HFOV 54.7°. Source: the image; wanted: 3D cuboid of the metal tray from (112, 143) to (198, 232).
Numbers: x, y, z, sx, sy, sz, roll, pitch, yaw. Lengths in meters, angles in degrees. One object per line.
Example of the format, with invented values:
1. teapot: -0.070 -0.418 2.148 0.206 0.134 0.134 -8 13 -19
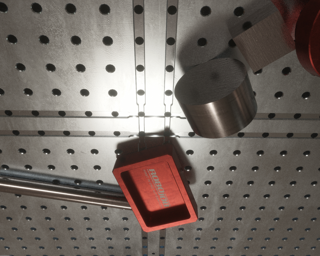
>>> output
1. metal tray: -0.004 0.094 0.468 0.090 0.030 0.129 -17 115 12

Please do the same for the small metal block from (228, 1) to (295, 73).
1. small metal block: 0.110 -0.096 0.332 0.050 0.025 0.050 -30 125 22

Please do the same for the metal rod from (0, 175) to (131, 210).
1. metal rod: -0.108 0.113 0.506 0.302 0.025 0.025 11 129 -10

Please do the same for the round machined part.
1. round machined part: 0.176 -0.098 0.306 0.099 0.042 0.097 -7 117 -14

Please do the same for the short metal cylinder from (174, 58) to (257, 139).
1. short metal cylinder: 0.063 -0.034 0.347 0.080 0.080 0.050 -19 128 15
